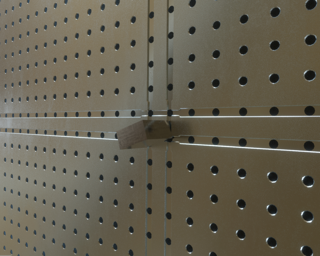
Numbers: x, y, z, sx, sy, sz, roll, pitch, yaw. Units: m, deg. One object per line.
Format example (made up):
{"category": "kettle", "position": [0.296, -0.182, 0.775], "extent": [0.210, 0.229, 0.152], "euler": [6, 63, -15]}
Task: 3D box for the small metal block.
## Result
{"category": "small metal block", "position": [-0.021, 0.009, 0.411], "extent": [0.050, 0.050, 0.025], "euler": [-22, 76, 38]}
